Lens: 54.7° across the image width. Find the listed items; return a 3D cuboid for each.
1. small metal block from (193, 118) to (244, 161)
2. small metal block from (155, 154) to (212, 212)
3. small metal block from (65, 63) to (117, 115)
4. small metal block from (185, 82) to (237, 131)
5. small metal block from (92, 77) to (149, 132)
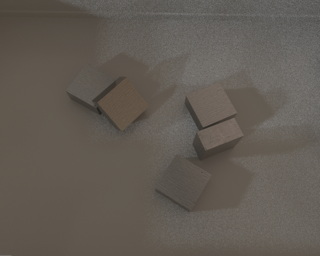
[{"bbox_3d":[0.072,0.015,0.392,0.050,0.050,0.025,-21,72,-8],"label":"small metal block"},{"bbox_3d":[0.029,0.068,0.385,0.050,0.025,0.050,31,73,10],"label":"small metal block"},{"bbox_3d":[-0.092,-0.054,0.428,0.050,0.025,0.050,29,72,10],"label":"small metal block"},{"bbox_3d":[0.068,-0.027,0.420,0.050,0.025,0.050,-23,72,-9],"label":"small metal block"},{"bbox_3d":[-0.051,-0.032,0.407,0.050,0.025,0.050,-44,116,-14],"label":"small metal block"}]
